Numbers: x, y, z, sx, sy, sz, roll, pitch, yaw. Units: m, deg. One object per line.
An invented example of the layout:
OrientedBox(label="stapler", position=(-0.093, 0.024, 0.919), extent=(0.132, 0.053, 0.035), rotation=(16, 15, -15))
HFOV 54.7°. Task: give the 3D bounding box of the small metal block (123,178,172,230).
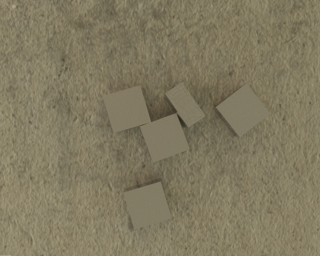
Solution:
OrientedBox(label="small metal block", position=(-0.016, 0.100, 0.410), extent=(0.050, 0.025, 0.050), rotation=(-17, 90, -1))

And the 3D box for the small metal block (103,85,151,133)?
OrientedBox(label="small metal block", position=(-0.042, -0.024, 0.409), extent=(0.050, 0.025, 0.050), rotation=(-16, 90, -1))

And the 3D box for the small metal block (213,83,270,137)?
OrientedBox(label="small metal block", position=(0.107, -0.023, 0.411), extent=(0.050, 0.025, 0.050), rotation=(-38, 91, 0))

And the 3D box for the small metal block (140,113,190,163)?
OrientedBox(label="small metal block", position=(0.006, 0.012, 0.410), extent=(0.050, 0.025, 0.050), rotation=(-20, 91, 0))

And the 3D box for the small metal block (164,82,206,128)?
OrientedBox(label="small metal block", position=(0.030, -0.028, 0.398), extent=(0.025, 0.050, 0.050), rotation=(-34, 90, -1))
